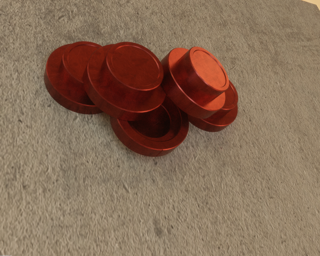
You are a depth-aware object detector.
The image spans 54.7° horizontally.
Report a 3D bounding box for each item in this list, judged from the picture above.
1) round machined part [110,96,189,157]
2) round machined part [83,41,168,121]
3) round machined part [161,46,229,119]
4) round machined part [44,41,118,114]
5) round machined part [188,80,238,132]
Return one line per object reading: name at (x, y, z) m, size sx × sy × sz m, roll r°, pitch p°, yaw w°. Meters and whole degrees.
round machined part at (-0.016, -0.008, 0.392) m, size 0.099 × 0.042 × 0.098 m, roll 14°, pitch 56°, yaw -21°
round machined part at (-0.035, -0.061, 0.359) m, size 0.099 × 0.042 × 0.098 m, roll 14°, pitch 56°, yaw -21°
round machined part at (0.049, -0.064, 0.395) m, size 0.099 × 0.042 × 0.098 m, roll 25°, pitch 46°, yaw -29°
round machined part at (-0.091, -0.069, 0.388) m, size 0.099 × 0.042 × 0.098 m, roll 14°, pitch 56°, yaw -21°
round machined part at (0.077, -0.046, 0.466) m, size 0.099 × 0.042 × 0.098 m, roll 14°, pitch 56°, yaw -21°
